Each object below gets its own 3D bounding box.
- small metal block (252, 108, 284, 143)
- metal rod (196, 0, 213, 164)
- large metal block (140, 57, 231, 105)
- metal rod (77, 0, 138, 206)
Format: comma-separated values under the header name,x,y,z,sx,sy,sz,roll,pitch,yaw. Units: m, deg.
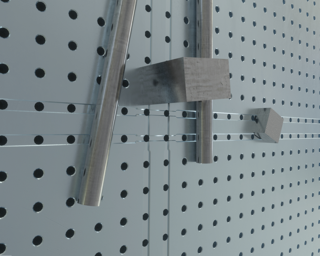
name,x,y,z,sx,sy,sz,roll,pitch,yaw
small metal block,0.203,-0.004,0.579,0.050,0.025,0.050,30,71,-36
metal rod,0.067,-0.097,0.464,0.025,0.025,0.298,0,90,-40
large metal block,0.033,-0.059,0.401,0.081,0.080,0.050,-8,96,-40
metal rod,-0.055,-0.062,0.362,0.025,0.025,0.299,15,80,-39
